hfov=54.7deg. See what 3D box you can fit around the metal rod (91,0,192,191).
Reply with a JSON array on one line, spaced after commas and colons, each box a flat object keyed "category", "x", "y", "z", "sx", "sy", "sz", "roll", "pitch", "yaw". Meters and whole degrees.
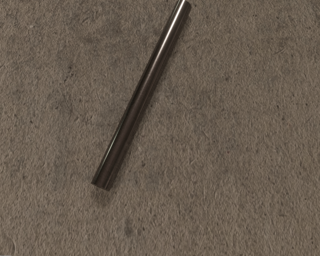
[{"category": "metal rod", "x": -0.018, "y": -0.058, "z": 0.428, "sx": 0.025, "sy": 0.025, "sz": 0.300, "roll": 21, "pitch": 71, "yaw": 7}]
